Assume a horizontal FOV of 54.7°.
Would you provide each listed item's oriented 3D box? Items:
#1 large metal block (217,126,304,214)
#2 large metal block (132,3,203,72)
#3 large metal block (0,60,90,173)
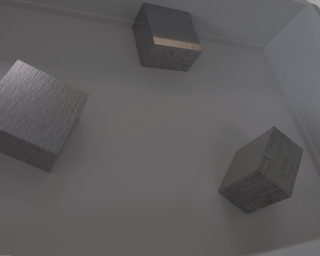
[{"bbox_3d":[0.131,0.056,0.406,0.050,0.080,0.080,39,51,-2],"label":"large metal block"},{"bbox_3d":[0.010,-0.138,0.479,0.081,0.050,0.080,1,62,-28],"label":"large metal block"},{"bbox_3d":[-0.132,-0.011,0.325,0.080,0.050,0.080,27,52,-12],"label":"large metal block"}]
